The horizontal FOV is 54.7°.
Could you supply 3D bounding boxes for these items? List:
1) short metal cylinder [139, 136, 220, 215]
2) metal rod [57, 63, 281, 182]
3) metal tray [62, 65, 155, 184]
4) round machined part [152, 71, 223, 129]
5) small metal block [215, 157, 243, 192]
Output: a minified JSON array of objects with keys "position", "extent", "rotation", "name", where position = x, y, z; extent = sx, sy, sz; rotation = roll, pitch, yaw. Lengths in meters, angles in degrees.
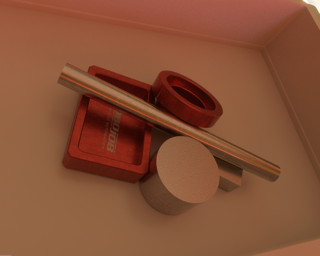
[{"position":[0.022,0.056,0.366],"extent":[0.081,0.050,0.080],"rotation":[14,56,-21],"name":"short metal cylinder"},{"position":[0.024,0.001,0.380],"extent":[0.302,0.025,0.025],"rotation":[25,53,-16],"name":"metal rod"},{"position":[-0.056,-0.007,0.374],"extent":[0.091,0.030,0.130],"rotation":[17,55,-19],"name":"metal tray"},{"position":[0.031,-0.032,0.415],"extent":[0.098,0.042,0.098],"rotation":[26,27,-14],"name":"round machined part"},{"position":[0.084,0.051,0.419],"extent":[0.050,0.025,0.050],"rotation":[28,52,-11],"name":"small metal block"}]
